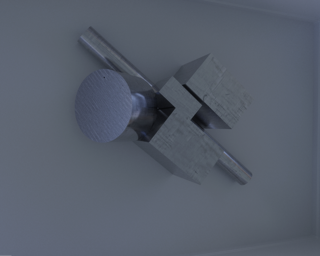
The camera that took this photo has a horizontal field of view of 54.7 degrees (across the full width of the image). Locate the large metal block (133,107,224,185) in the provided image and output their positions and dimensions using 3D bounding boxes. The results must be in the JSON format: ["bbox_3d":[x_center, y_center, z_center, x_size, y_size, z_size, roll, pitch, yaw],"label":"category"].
[{"bbox_3d":[0.018,0.021,0.388,0.080,0.080,0.050,41,77,-16],"label":"large metal block"}]

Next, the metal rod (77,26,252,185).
[{"bbox_3d":[0.017,-0.020,0.417,0.300,0.025,0.025,41,77,-16],"label":"metal rod"}]

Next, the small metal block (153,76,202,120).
[{"bbox_3d":[0.016,-0.034,0.378,0.050,0.050,0.025,43,77,-16],"label":"small metal block"}]

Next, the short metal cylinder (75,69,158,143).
[{"bbox_3d":[-0.050,-0.024,0.356,0.050,0.080,0.079,1,90,-60],"label":"short metal cylinder"}]

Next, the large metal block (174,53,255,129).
[{"bbox_3d":[0.059,-0.044,0.404,0.080,0.080,0.050,42,77,-16],"label":"large metal block"}]
